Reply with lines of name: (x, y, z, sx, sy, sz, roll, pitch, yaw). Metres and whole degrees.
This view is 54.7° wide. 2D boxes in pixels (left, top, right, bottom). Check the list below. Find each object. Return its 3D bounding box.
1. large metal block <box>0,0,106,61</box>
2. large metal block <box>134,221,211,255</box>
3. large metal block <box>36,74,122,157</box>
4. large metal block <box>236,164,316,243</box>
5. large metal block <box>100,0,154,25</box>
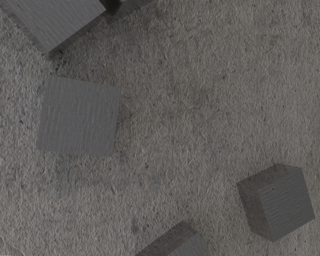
large metal block: (-0.122, -0.136, 0.350, 0.080, 0.050, 0.080, -43, 104, -15)
large metal block: (0.025, 0.184, 0.405, 0.080, 0.050, 0.080, -32, 101, -17)
large metal block: (-0.095, -0.012, 0.361, 0.081, 0.050, 0.080, 8, 87, -20)
large metal block: (0.171, 0.107, 0.459, 0.081, 0.050, 0.080, -20, 97, -19)
large metal block: (-0.033, -0.175, 0.367, 0.080, 0.080, 0.050, -35, 102, -17)
